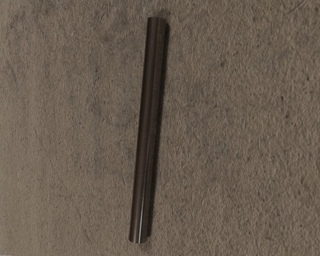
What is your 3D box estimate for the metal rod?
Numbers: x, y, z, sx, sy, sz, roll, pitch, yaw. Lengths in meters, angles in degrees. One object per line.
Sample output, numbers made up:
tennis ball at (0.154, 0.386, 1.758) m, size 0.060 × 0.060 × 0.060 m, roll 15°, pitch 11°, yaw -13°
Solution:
metal rod at (-0.017, 0.006, 0.416) m, size 0.025 × 0.025 × 0.298 m, roll 9°, pitch 95°, yaw 39°
